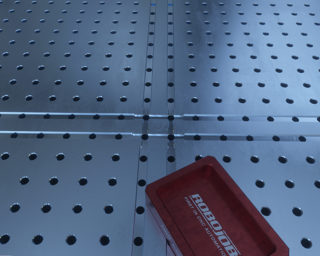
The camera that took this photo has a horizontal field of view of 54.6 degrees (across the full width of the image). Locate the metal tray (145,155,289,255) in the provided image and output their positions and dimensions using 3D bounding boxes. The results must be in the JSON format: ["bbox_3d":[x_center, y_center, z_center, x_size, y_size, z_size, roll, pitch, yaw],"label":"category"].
[{"bbox_3d":[0.053,0.099,0.321,0.091,0.030,0.130,-23,54,-18],"label":"metal tray"}]
